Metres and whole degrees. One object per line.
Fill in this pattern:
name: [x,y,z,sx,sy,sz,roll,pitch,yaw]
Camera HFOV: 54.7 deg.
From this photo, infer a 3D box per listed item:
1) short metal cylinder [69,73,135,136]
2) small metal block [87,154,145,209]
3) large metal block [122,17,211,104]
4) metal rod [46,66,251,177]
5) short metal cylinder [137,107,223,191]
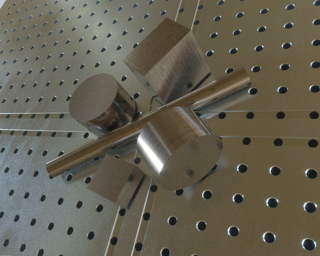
short metal cylinder: [-0.083,-0.032,0.451,0.080,0.050,0.080,-13,56,21]
small metal block: [-0.056,0.066,0.392,0.050,0.025,0.050,16,70,34]
large metal block: [0.011,-0.083,0.414,0.080,0.080,0.050,-45,51,-3]
metal rod: [-0.024,-0.003,0.418,0.301,0.025,0.025,-25,53,12]
short metal cylinder: [0.022,0.023,0.343,0.080,0.080,0.050,-40,52,1]
